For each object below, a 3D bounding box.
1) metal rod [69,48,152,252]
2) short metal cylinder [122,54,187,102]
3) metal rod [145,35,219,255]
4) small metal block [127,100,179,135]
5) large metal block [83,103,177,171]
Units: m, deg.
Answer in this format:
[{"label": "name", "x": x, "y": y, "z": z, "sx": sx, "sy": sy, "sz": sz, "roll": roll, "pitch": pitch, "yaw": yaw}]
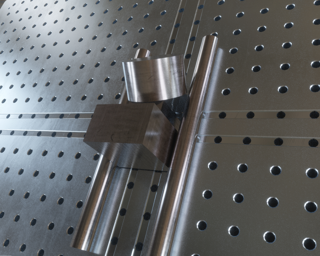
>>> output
[{"label": "metal rod", "x": -0.060, "y": 0.013, "z": 0.432, "sx": 0.025, "sy": 0.025, "sz": 0.300, "roll": 1, "pitch": 62, "yaw": 28}, {"label": "short metal cylinder", "x": -0.006, "y": -0.068, "z": 0.410, "sx": 0.080, "sy": 0.050, "sz": 0.080, "roll": -7, "pitch": 16, "yaw": 2}, {"label": "metal rod", "x": 0.035, "y": 0.006, "z": 0.386, "sx": 0.025, "sy": 0.025, "sz": 0.300, "roll": 2, "pitch": 62, "yaw": 29}, {"label": "small metal block", "x": -0.010, "y": -0.013, "z": 0.405, "sx": 0.050, "sy": 0.050, "sz": 0.025, "roll": 2, "pitch": 63, "yaw": 28}, {"label": "large metal block", "x": -0.031, "y": 0.013, "z": 0.378, "sx": 0.080, "sy": 0.080, "sz": 0.050, "roll": 1, "pitch": 62, "yaw": 28}]
